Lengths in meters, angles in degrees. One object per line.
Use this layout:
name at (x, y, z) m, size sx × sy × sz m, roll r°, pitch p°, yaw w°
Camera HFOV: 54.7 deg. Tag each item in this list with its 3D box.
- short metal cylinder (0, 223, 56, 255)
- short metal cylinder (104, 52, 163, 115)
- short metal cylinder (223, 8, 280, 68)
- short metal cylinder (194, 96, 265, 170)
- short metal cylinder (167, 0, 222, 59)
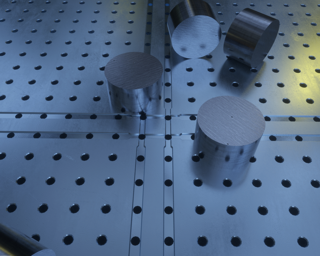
short metal cylinder at (-0.136, 0.129, 0.262) m, size 0.050 × 0.080 × 0.080 m, roll 22°, pitch 54°, yaw 17°
short metal cylinder at (-0.036, -0.065, 0.445) m, size 0.081 × 0.050 × 0.080 m, roll 0°, pitch 50°, yaw 0°
short metal cylinder at (0.146, -0.143, 0.494) m, size 0.050 × 0.080 × 0.080 m, roll 34°, pitch 58°, yaw 25°
short metal cylinder at (0.085, 0.005, 0.388) m, size 0.081 × 0.050 × 0.080 m, roll 0°, pitch 50°, yaw 0°
short metal cylinder at (0.055, -0.162, 0.509) m, size 0.081 × 0.080 × 0.050 m, roll -5°, pitch 51°, yaw -5°
